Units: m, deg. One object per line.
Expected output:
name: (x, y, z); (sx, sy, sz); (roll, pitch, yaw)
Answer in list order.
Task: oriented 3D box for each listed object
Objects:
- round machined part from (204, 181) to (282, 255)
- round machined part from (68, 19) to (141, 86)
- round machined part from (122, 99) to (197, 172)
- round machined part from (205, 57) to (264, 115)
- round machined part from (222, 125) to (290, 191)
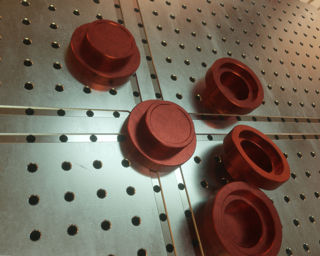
round machined part: (0.095, 0.118, 0.377); (0.099, 0.042, 0.098); (12, 58, -21)
round machined part: (-0.072, -0.110, 0.427); (0.099, 0.042, 0.098); (14, 56, -21)
round machined part: (0.005, 0.004, 0.399); (0.099, 0.042, 0.098); (14, 56, -21)
round machined part: (0.114, -0.062, 0.499); (0.099, 0.042, 0.098); (14, 56, -21)
round machined part: (0.127, 0.045, 0.430); (0.099, 0.042, 0.098); (23, 38, -19)
